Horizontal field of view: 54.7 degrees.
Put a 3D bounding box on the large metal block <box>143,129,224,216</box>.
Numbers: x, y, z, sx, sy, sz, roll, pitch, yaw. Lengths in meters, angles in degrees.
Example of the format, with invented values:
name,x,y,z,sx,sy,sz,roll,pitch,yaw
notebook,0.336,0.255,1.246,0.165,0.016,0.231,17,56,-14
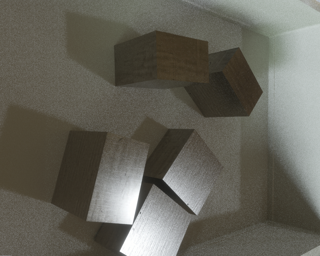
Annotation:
name,x,y,z,sx,sy,sz,roll,pitch,yaw
large metal block,0.030,0.057,0.418,0.080,0.050,0.080,50,60,-29

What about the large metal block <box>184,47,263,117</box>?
name,x,y,z,sx,sy,sz,roll,pitch,yaw
large metal block,0.087,-0.062,0.446,0.080,0.080,0.050,51,60,-28

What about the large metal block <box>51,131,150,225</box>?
name,x,y,z,sx,sy,sz,roll,pitch,yaw
large metal block,-0.063,0.048,0.320,0.050,0.080,0.080,20,78,-39

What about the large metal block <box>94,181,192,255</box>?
name,x,y,z,sx,sy,sz,roll,pitch,yaw
large metal block,-0.017,0.121,0.375,0.080,0.050,0.080,45,59,-31

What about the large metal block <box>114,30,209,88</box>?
name,x,y,z,sx,sy,sz,roll,pitch,yaw
large metal block,0.001,-0.077,0.374,0.081,0.080,0.050,-3,92,-40
